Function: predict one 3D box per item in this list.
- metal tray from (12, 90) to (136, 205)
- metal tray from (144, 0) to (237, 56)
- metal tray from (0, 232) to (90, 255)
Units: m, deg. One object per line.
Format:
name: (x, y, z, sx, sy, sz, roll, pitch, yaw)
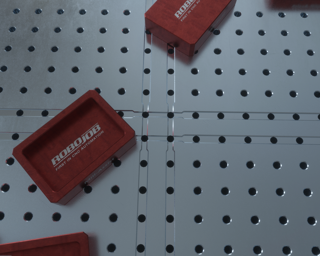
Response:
metal tray: (-0.107, 0.023, 0.400, 0.130, 0.030, 0.090, -41, 75, -14)
metal tray: (0.049, -0.184, 0.477, 0.090, 0.030, 0.130, 35, 73, 12)
metal tray: (-0.141, 0.167, 0.330, 0.131, 0.030, 0.090, -4, 69, -16)
